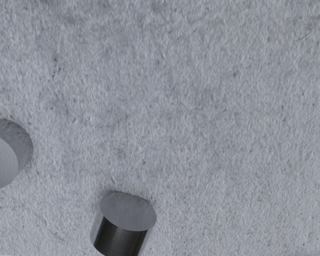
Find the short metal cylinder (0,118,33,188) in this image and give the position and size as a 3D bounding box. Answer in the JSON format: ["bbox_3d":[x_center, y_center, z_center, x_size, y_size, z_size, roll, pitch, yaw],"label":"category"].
[{"bbox_3d":[-0.216,0.033,0.406,0.081,0.050,0.079,0,110,-1],"label":"short metal cylinder"}]

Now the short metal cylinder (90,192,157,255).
[{"bbox_3d":[-0.051,0.134,0.429,0.080,0.080,0.050,18,109,-7],"label":"short metal cylinder"}]
